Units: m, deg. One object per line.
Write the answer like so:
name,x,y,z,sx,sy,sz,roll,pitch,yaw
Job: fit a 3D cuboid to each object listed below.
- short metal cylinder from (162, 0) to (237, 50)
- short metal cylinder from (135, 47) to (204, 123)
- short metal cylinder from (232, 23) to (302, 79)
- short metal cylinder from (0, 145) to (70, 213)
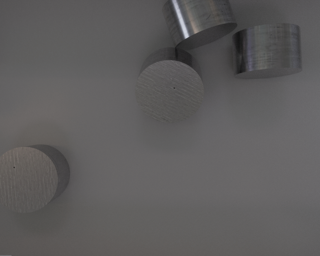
short metal cylinder,0.049,-0.136,0.384,0.080,0.080,0.050,-19,90,0
short metal cylinder,0.012,-0.053,0.382,0.080,0.050,0.079,1,120,3
short metal cylinder,0.132,-0.092,0.385,0.080,0.080,0.050,-3,90,0
short metal cylinder,-0.163,0.062,0.398,0.081,0.050,0.080,0,90,0
